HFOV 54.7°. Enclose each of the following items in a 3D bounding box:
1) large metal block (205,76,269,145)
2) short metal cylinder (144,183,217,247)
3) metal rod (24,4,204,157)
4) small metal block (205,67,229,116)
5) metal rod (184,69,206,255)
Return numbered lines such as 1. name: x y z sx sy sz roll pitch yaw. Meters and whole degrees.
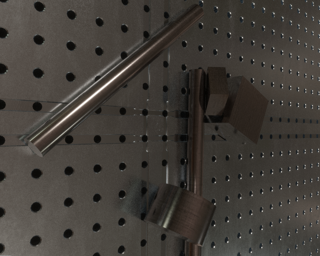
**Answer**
1. large metal block: 0.124 -0.026 0.499 0.080 0.050 0.080 32 70 -36
2. short metal cylinder: 0.026 0.111 0.398 0.080 0.080 0.050 39 66 -34
3. metal rod: -0.035 -0.075 0.380 0.301 0.025 0.025 -47 118 -30
4. small metal block: 0.080 -0.053 0.450 0.025 0.050 0.050 2 57 -1
5. metal rod: 0.051 0.064 0.454 0.025 0.025 0.298 3 88 -40
